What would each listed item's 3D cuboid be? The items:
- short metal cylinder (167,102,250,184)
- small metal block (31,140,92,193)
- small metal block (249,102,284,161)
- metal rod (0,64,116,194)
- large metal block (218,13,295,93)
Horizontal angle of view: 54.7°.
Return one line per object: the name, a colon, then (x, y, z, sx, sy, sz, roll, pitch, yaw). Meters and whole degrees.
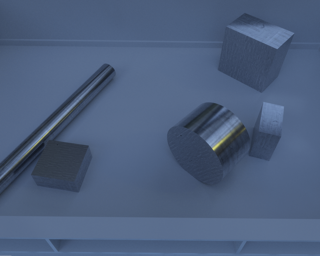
short metal cylinder: (0.055, 0.018, 0.355, 0.080, 0.080, 0.050, 37, 59, 26)
small metal block: (-0.114, 0.044, 0.366, 0.050, 0.025, 0.050, 8, 50, 6)
small metal block: (0.133, 0.004, 0.387, 0.025, 0.050, 0.050, 14, 51, 11)
metal rod: (-0.150, 0.012, 0.392, 0.025, 0.025, 0.301, 23, 53, 17)
large metal block: (0.141, -0.113, 0.466, 0.080, 0.080, 0.050, 34, 58, 25)
